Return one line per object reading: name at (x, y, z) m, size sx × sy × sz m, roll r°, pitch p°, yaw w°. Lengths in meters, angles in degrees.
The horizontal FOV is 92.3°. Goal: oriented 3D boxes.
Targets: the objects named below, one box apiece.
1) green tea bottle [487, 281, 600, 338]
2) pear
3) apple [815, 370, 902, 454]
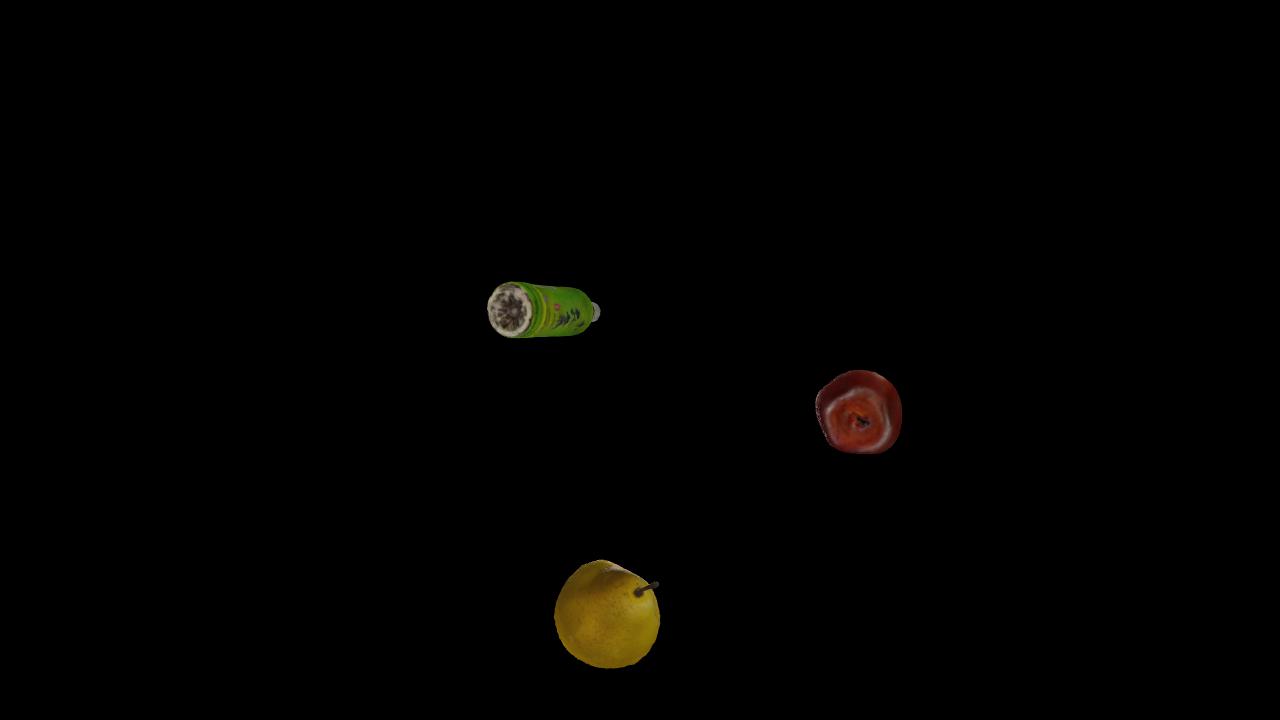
green tea bottle at (-0.114, -0.067, 0.826) m, size 0.073 × 0.073 × 0.212 m, roll 0°, pitch 5°, yaw 25°
pear at (-0.019, 0.178, 0.443) m, size 0.080 × 0.080 × 0.111 m, roll 0°, pitch -36°, yaw -14°
apple at (0.202, 0.047, 0.565) m, size 0.079 × 0.079 × 0.093 m, roll 0°, pitch 10°, yaw 17°
